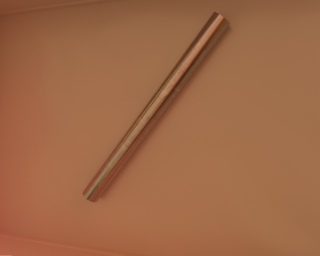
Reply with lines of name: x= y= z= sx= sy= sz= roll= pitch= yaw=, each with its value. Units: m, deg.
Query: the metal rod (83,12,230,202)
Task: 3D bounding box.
metal rod: x=-0.012 y=-0.019 z=0.413 sx=0.025 sy=0.025 sz=0.299 roll=40 pitch=102 yaw=15
